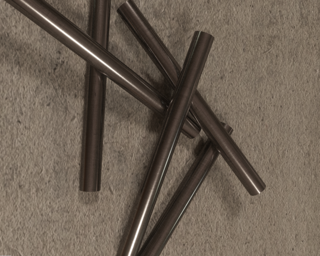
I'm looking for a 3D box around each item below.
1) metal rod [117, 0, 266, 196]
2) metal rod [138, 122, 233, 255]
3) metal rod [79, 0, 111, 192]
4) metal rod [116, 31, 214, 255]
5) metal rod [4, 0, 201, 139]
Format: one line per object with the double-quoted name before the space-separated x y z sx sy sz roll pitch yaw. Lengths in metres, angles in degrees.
"metal rod" 0.044 -0.035 0.407 0.025 0.025 0.299 -38 96 -16
"metal rod" 0.014 0.121 0.415 0.025 0.025 0.300 37 78 -17
"metal rod" -0.078 -0.073 0.380 0.025 0.025 0.298 3 89 -20
"metal rod" 0.005 0.028 0.385 0.025 0.025 0.298 18 94 -20
"metal rod" -0.061 -0.074 0.360 0.301 0.025 0.025 36 78 -27
